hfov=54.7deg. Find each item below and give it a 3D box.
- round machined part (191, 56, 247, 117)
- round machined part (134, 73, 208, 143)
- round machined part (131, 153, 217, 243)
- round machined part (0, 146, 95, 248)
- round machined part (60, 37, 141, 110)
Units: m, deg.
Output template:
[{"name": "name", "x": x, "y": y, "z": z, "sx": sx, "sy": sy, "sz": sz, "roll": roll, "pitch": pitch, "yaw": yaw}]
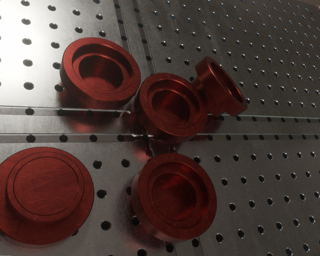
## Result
[{"name": "round machined part", "x": 0.083, "y": -0.056, "z": 0.462, "sx": 0.098, "sy": 0.042, "sz": 0.098, "roll": 40, "pitch": 27, "yaw": -25}, {"name": "round machined part", "x": 0.011, "y": -0.023, "z": 0.418, "sx": 0.099, "sy": 0.042, "sz": 0.098, "roll": 13, "pitch": 57, "yaw": -20}, {"name": "round machined part", "x": 0.013, "y": 0.081, "z": 0.356, "sx": 0.099, "sy": 0.042, "sz": 0.098, "roll": 14, "pitch": 56, "yaw": -21}, {"name": "round machined part", "x": -0.112, "y": 0.062, "z": 0.300, "sx": 0.099, "sy": 0.042, "sz": 0.098, "roll": 14, "pitch": 56, "yaw": -21}, {"name": "round machined part", "x": -0.078, "y": -0.065, "z": 0.396, "sx": 0.099, "sy": 0.042, "sz": 0.098, "roll": 14, "pitch": 56, "yaw": -21}]
